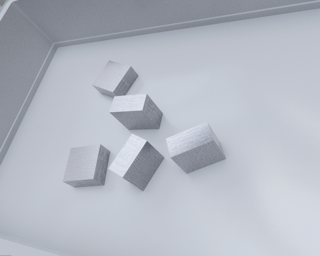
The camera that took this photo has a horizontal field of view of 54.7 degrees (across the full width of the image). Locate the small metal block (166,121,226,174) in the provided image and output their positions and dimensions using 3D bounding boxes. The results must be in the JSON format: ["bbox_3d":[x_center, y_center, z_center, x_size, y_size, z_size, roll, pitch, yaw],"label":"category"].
[{"bbox_3d":[0.042,0.024,0.353,0.050,0.050,0.025,-24,53,14],"label":"small metal block"}]

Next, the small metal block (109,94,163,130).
[{"bbox_3d":[-0.031,-0.020,0.419,0.050,0.050,0.025,-2,61,27],"label":"small metal block"}]

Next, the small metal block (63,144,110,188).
[{"bbox_3d":[-0.100,0.053,0.426,0.050,0.025,0.050,-9,58,23],"label":"small metal block"}]

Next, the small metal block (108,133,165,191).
[{"bbox_3d":[-0.027,0.043,0.378,0.025,0.050,0.050,24,75,36],"label":"small metal block"}]

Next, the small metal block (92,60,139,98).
[{"bbox_3d":[-0.071,-0.075,0.489,0.050,0.025,0.050,22,73,36],"label":"small metal block"}]
